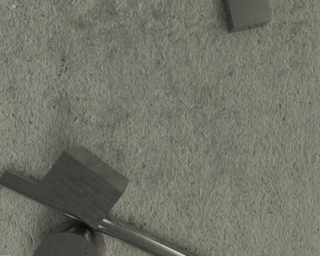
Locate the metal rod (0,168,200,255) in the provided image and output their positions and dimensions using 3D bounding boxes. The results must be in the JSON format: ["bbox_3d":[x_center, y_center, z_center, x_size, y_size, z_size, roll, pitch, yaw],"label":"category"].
[{"bbox_3d":[-0.067,0.128,0.409,0.301,0.025,0.025,25,90,-1],"label":"metal rod"}]

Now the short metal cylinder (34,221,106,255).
[{"bbox_3d":[-0.114,0.165,0.396,0.081,0.050,0.079,0,90,-1],"label":"short metal cylinder"}]

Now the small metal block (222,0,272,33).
[{"bbox_3d":[0.115,-0.159,0.411,0.050,0.025,0.050,-12,90,-1],"label":"small metal block"}]

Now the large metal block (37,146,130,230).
[{"bbox_3d":[-0.088,0.068,0.381,0.080,0.080,0.050,37,90,-1],"label":"large metal block"}]
